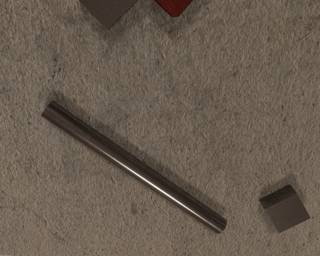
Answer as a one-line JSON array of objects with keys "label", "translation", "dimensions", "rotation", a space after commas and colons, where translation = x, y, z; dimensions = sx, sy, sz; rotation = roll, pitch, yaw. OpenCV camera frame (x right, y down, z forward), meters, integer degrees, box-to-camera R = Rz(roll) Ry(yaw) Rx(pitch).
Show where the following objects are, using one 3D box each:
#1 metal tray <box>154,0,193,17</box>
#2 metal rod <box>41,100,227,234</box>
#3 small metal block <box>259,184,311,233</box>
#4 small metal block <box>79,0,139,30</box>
[{"label": "metal tray", "translation": [0.027, -0.199, 0.334], "dimensions": [0.090, 0.030, 0.130], "rotation": [40, 105, -14]}, {"label": "metal rod", "translation": [-0.027, 0.061, 0.431], "dimensions": [0.301, 0.025, 0.025], "rotation": [36, 106, -13]}, {"label": "small metal block", "translation": [0.184, 0.119, 0.456], "dimensions": [0.050, 0.025, 0.050], "rotation": [-31, 108, 10]}, {"label": "small metal block", "translation": [-0.059, -0.149, 0.354], "dimensions": [0.050, 0.025, 0.050], "rotation": [-41, 106, 13]}]
